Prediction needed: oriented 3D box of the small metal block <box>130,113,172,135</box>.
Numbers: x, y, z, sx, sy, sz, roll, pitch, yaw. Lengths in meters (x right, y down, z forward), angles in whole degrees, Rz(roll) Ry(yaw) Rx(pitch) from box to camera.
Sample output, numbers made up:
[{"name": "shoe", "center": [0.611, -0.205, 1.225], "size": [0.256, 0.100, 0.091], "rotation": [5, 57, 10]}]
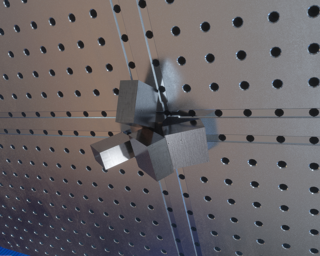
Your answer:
[{"name": "small metal block", "center": [-0.009, 0.008, 0.422], "size": [0.050, 0.025, 0.050], "rotation": [3, 120, 27]}]

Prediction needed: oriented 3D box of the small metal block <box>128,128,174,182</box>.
[{"name": "small metal block", "center": [-0.011, 0.032, 0.390], "size": [0.050, 0.025, 0.050], "rotation": [26, 137, 55]}]

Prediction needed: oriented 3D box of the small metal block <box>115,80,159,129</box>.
[{"name": "small metal block", "center": [-0.027, -0.028, 0.379], "size": [0.025, 0.050, 0.050], "rotation": [3, 84, 27]}]

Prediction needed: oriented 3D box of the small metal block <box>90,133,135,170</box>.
[{"name": "small metal block", "center": [-0.064, 0.031, 0.435], "size": [0.050, 0.050, 0.025], "rotation": [19, 129, 61]}]

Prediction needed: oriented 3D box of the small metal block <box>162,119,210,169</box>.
[{"name": "small metal block", "center": [0.033, 0.021, 0.393], "size": [0.050, 0.025, 0.050], "rotation": [-12, 116, -1]}]
